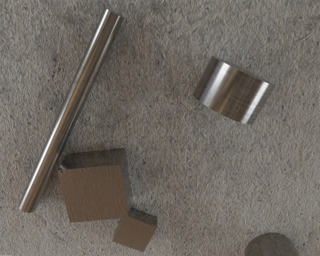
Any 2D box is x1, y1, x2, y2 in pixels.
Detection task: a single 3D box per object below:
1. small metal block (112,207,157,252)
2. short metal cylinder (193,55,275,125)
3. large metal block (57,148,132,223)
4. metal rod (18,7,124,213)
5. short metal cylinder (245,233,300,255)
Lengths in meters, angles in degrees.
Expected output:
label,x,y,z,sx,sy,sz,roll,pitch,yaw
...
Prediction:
label,x,y,z,sx,sy,sz,roll,pitch,yaw
small metal block,-0.037,0.152,0.465,0.050,0.025,0.050,23,108,-9
short metal cylinder,0.086,-0.045,0.365,0.080,0.080,0.050,22,109,-9
large metal block,-0.085,0.078,0.424,0.080,0.050,0.079,-5,110,1
metal rod,-0.122,-0.010,0.404,0.025,0.025,0.298,26,108,-10
short metal cylinder,0.177,0.210,0.477,0.081,0.050,0.079,0,110,-1
